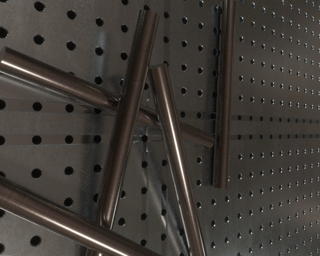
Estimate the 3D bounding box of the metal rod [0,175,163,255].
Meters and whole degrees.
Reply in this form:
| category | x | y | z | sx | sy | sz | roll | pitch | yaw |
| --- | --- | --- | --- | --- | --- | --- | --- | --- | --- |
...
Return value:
| category | x | y | z | sx | sy | sz | roll | pitch | yaw |
| --- | --- | --- | --- | --- | --- | --- | --- | --- | --- |
| metal rod | -0.079 | 0.103 | 0.311 | 0.301 | 0.025 | 0.025 | 36 | 68 | -24 |

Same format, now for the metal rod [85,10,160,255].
| category | x | y | z | sx | sy | sz | roll | pitch | yaw |
| --- | --- | --- | --- | --- | --- | --- | --- | --- | --- |
| metal rod | -0.044 | 0.018 | 0.347 | 0.025 | 0.025 | 0.298 | 12 | 90 | -40 |

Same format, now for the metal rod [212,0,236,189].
| category | x | y | z | sx | sy | sz | roll | pitch | yaw |
| --- | --- | --- | --- | --- | --- | --- | --- | --- | --- |
| metal rod | 0.103 | -0.055 | 0.498 | 0.025 | 0.025 | 0.298 | 5 | 87 | -40 |

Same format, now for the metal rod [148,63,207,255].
| category | x | y | z | sx | sy | sz | roll | pitch | yaw |
| --- | --- | --- | --- | --- | --- | --- | --- | --- | --- |
| metal rod | 0.028 | 0.064 | 0.412 | 0.025 | 0.025 | 0.298 | -29 | 115 | -37 |

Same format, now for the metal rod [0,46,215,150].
| category | x | y | z | sx | sy | sz | roll | pitch | yaw |
| --- | --- | --- | --- | --- | --- | --- | --- | --- | --- |
| metal rod | -0.037 | -0.022 | 0.379 | 0.302 | 0.025 | 0.025 | 21 | 77 | -38 |
